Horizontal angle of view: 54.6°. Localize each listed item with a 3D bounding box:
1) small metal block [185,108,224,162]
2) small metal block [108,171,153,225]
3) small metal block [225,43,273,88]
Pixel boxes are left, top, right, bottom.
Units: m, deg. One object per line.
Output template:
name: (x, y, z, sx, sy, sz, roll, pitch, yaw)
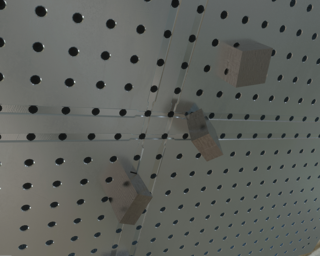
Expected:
small metal block: (0.061, 0.010, 0.430, 0.025, 0.050, 0.050, -26, 131, 16)
small metal block: (-0.042, 0.097, 0.431, 0.025, 0.050, 0.050, 21, 107, -36)
small metal block: (0.121, -0.086, 0.423, 0.050, 0.025, 0.050, -11, 123, -23)
